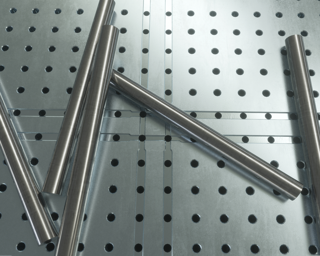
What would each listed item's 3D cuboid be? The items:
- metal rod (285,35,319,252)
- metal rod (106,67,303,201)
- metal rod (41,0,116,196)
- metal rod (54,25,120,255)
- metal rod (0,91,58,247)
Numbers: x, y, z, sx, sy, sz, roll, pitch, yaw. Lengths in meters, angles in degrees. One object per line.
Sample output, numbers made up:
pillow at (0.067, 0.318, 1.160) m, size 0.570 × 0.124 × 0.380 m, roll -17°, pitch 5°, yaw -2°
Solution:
metal rod at (0.200, 0.009, 0.411) m, size 0.025 × 0.025 × 0.299 m, roll 0°, pitch 70°, yaw 0°
metal rod at (0.045, 0.001, 0.411) m, size 0.301 × 0.025 × 0.025 m, roll 32°, pitch 73°, yaw 10°
metal rod at (-0.107, -0.058, 0.431) m, size 0.025 × 0.025 × 0.299 m, roll 10°, pitch 70°, yaw 3°
metal rod at (-0.089, 0.009, 0.390) m, size 0.025 × 0.025 × 0.299 m, roll 8°, pitch 76°, yaw 2°
metal rod at (-0.201, 0.008, 0.406) m, size 0.025 × 0.025 × 0.299 m, roll -27°, pitch 73°, yaw -10°
